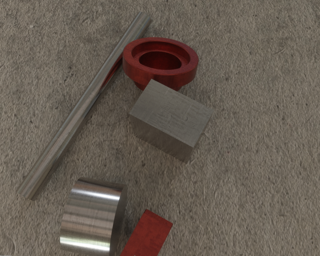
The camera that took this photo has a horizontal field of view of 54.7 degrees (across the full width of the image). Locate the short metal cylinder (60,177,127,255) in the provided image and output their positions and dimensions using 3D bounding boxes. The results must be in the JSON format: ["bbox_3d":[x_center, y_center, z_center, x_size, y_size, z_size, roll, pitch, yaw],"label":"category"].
[{"bbox_3d":[-0.070,0.098,0.342,0.050,0.080,0.080,9,70,3],"label":"short metal cylinder"}]

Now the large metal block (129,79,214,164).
[{"bbox_3d":[0.013,-0.005,0.381,0.080,0.080,0.050,28,73,9],"label":"large metal block"}]

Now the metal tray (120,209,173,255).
[{"bbox_3d":[-0.032,0.152,0.317,0.030,0.090,0.130,27,72,9],"label":"metal tray"}]

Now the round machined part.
[{"bbox_3d":[-0.001,-0.080,0.414,0.099,0.042,0.098,5,42,-4],"label":"round machined part"}]

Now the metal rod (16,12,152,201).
[{"bbox_3d":[-0.094,-0.041,0.422,0.025,0.025,0.300,26,72,9],"label":"metal rod"}]
